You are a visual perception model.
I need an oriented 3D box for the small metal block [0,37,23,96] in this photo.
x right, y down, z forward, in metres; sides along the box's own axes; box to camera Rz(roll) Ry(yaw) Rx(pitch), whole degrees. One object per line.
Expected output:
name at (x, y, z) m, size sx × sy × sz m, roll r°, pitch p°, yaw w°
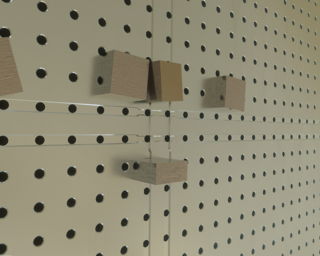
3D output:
small metal block at (-0.158, -0.051, 0.276) m, size 0.050 × 0.025 × 0.050 m, roll -19°, pitch 102°, yaw -38°

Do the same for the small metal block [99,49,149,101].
small metal block at (-0.042, -0.061, 0.373) m, size 0.050 × 0.025 × 0.050 m, roll 7°, pitch 85°, yaw -39°

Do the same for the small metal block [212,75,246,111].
small metal block at (0.112, -0.054, 0.502) m, size 0.050 × 0.025 × 0.050 m, roll 6°, pitch 86°, yaw -40°

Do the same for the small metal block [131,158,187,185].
small metal block at (-0.001, 0.053, 0.391) m, size 0.050 × 0.050 × 0.025 m, roll 1°, pitch 90°, yaw -40°

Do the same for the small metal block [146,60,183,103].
small metal block at (0.005, -0.059, 0.404) m, size 0.050 × 0.025 × 0.050 m, roll -8°, pitch 96°, yaw -55°
